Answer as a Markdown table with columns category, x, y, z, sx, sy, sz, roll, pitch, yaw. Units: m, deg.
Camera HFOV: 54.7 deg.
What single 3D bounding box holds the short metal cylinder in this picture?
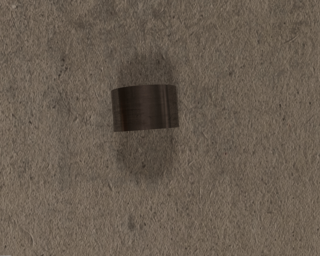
| category | x | y | z | sx | sy | sz | roll | pitch | yaw |
| --- | --- | --- | --- | --- | --- | --- | --- | --- | --- |
| short metal cylinder | -0.018 | -0.023 | 0.382 | 0.081 | 0.080 | 0.050 | -4 | 90 | -1 |
